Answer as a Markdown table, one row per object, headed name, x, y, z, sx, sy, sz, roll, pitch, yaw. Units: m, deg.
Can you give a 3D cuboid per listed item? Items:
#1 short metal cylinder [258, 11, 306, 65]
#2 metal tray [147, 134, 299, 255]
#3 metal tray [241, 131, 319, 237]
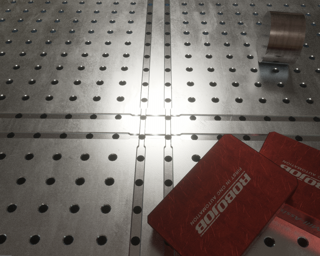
| name | x | y | z | sx | sy | sz | roll | pitch | yaw |
| --- | --- | --- | --- | --- | --- | --- | --- | --- | --- |
| short metal cylinder | 0.192 | -0.143 | 0.495 | 0.050 | 0.080 | 0.080 | 6 | 50 | 4 |
| metal tray | 0.063 | 0.078 | 0.316 | 0.090 | 0.030 | 0.130 | 37 | 73 | 29 |
| metal tray | 0.170 | 0.067 | 0.351 | 0.130 | 0.030 | 0.090 | 25 | 54 | 19 |
